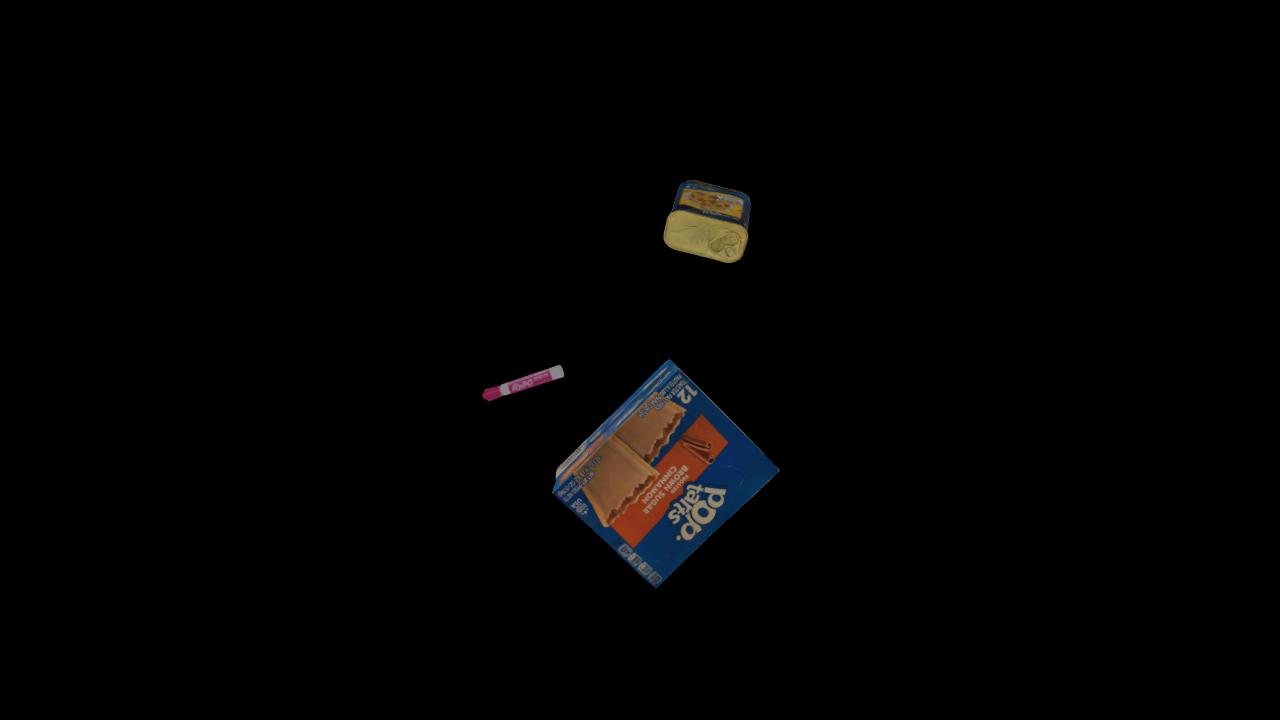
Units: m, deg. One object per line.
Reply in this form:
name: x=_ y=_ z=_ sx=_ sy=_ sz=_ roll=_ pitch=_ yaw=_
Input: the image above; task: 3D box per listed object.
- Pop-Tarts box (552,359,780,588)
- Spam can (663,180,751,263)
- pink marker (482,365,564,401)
Pop-Tarts box: x=0.022 y=0.108 z=0.608 sx=0.167 sy=0.141 sz=0.083 roll=-44 pitch=8 yaw=4
Spam can: x=0.087 y=-0.177 z=0.774 sx=0.101 sy=0.085 sz=0.058 roll=15 pitch=-44 yaw=0
pink marker: x=-0.168 y=0.034 z=0.877 sx=0.121 sy=0.020 sz=0.020 roll=-18 pitch=-2 yaw=5
